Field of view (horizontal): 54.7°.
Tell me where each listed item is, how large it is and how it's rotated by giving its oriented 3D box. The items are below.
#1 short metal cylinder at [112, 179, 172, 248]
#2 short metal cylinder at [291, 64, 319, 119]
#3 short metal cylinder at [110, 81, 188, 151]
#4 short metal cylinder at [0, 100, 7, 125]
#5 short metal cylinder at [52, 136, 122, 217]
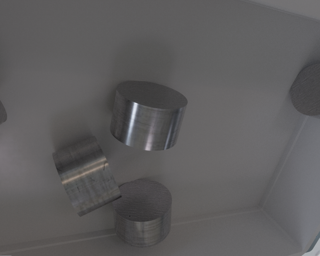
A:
[{"bbox_3d":[-0.024,0.117,0.432,0.081,0.080,0.050,-13,124,-21],"label":"short metal cylinder"},{"bbox_3d":[0.253,-0.054,0.477,0.050,0.080,0.079,10,113,-33],"label":"short metal cylinder"},{"bbox_3d":[-0.014,-0.016,0.355,0.081,0.080,0.050,-1,119,-28],"label":"short metal cylinder"},{"bbox_3d":[-0.180,-0.021,0.261,0.050,0.080,0.080,-38,129,-3],"label":"short metal cylinder"},{"bbox_3d":[-0.084,0.055,0.361,0.050,0.080,0.080,-24,127,-14],"label":"short metal cylinder"}]
